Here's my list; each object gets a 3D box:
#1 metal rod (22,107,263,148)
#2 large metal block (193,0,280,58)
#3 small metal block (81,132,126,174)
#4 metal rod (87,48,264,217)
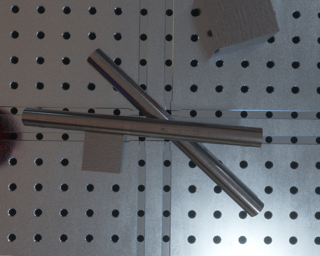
[{"bbox_3d":[-0.028,-0.001,0.392,0.302,0.025,0.025,5,90,7],"label":"metal rod"},{"bbox_3d":[0.096,-0.145,0.402,0.080,0.050,0.080,-17,90,-1],"label":"large metal block"},{"bbox_3d":[-0.074,0.032,0.412,0.050,0.025,0.050,5,90,-1],"label":"small metal block"},{"bbox_3d":[0.021,0.007,0.413,0.300,0.025,0.025,43,90,-1],"label":"metal rod"}]
